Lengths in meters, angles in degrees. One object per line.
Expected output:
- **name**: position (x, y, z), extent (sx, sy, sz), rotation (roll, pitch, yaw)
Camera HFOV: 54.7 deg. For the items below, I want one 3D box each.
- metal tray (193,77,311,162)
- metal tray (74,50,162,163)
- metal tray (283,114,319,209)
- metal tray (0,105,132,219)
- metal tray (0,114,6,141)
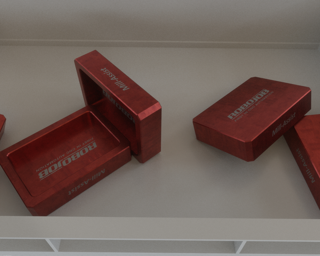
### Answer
- **metal tray**: position (0.118, -0.018, 0.398), extent (0.131, 0.030, 0.090), rotation (-34, 36, -26)
- **metal tray**: position (-0.052, -0.027, 0.384), extent (0.030, 0.089, 0.130), rotation (-34, 58, -25)
- **metal tray**: position (0.217, 0.040, 0.371), extent (0.091, 0.030, 0.130), rotation (-5, 50, -5)
- **metal tray**: position (-0.111, 0.034, 0.371), extent (0.131, 0.030, 0.090), rotation (-33, 58, -25)
- **metal tray**: position (-0.243, 0.030, 0.350), extent (0.091, 0.030, 0.130), rotation (17, 47, -19)
